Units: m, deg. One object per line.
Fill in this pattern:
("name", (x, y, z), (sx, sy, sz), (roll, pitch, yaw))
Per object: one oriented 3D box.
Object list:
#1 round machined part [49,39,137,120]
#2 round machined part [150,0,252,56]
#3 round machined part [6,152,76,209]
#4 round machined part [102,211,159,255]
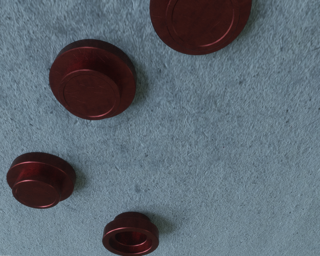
("round machined part", (-0.077, -0.047, 0.355), (0.099, 0.042, 0.097), (0, 130, 0))
("round machined part", (0.039, -0.114, 0.299), (0.099, 0.042, 0.097), (0, 130, 0))
("round machined part", (-0.180, 0.085, 0.467), (0.099, 0.042, 0.097), (0, 130, 0))
("round machined part", (-0.051, 0.187, 0.554), (0.099, 0.042, 0.097), (0, 130, 0))
